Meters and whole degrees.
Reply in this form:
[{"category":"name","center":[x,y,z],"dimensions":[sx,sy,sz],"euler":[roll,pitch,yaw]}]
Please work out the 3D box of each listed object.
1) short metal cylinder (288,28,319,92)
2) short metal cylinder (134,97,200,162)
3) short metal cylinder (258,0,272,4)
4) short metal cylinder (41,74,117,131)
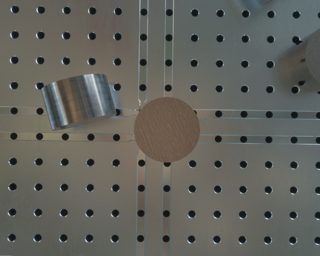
[{"category":"short metal cylinder","center":[0.217,-0.089,0.404],"dimensions":[0.081,0.050,0.079],"euler":[0,90,-1]},{"category":"short metal cylinder","center":[0.009,0.002,0.401],"dimensions":[0.081,0.050,0.079],"euler":[0,90,-1]},{"category":"short metal cylinder","center":[0.150,-0.202,0.388],"dimensions":[0.080,0.080,0.050],"euler":[-30,90,0]},{"category":"short metal cylinder","center":[-0.100,-0.031,0.385],"dimensions":[0.080,0.080,0.050],"euler":[-15,90,0]}]
